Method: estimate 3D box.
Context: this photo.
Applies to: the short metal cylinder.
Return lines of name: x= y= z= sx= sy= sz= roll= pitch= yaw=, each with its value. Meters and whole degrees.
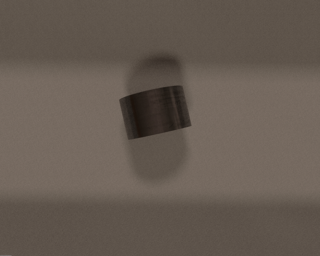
short metal cylinder: x=-0.006 y=-0.018 z=0.384 sx=0.080 sy=0.080 sz=0.050 roll=-13 pitch=90 yaw=0
